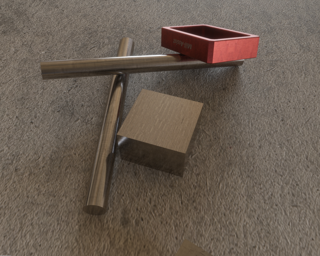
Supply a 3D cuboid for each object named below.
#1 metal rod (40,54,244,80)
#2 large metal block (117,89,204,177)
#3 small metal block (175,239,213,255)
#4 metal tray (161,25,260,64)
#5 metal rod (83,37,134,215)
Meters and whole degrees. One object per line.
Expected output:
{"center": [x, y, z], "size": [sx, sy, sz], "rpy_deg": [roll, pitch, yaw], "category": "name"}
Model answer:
{"center": [-0.014, -0.095, 0.456], "size": [0.303, 0.025, 0.025], "rpy_deg": [-7, 50, -17], "category": "metal rod"}
{"center": [0.002, 0.004, 0.383], "size": [0.080, 0.050, 0.080], "rpy_deg": [15, 52, 12], "category": "large metal block"}
{"center": [0.037, 0.132, 0.277], "size": [0.050, 0.050, 0.025], "rpy_deg": [26, 55, 20], "category": "small metal block"}
{"center": [0.072, -0.132, 0.471], "size": [0.091, 0.030, 0.130], "rpy_deg": [-13, 30, -27], "category": "metal tray"}
{"center": [-0.062, -0.027, 0.425], "size": [0.025, 0.025, 0.300], "rpy_deg": [2, 50, 1], "category": "metal rod"}
